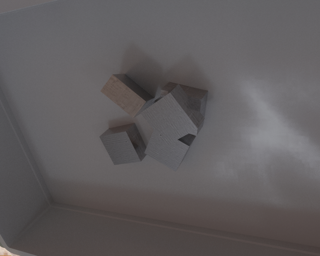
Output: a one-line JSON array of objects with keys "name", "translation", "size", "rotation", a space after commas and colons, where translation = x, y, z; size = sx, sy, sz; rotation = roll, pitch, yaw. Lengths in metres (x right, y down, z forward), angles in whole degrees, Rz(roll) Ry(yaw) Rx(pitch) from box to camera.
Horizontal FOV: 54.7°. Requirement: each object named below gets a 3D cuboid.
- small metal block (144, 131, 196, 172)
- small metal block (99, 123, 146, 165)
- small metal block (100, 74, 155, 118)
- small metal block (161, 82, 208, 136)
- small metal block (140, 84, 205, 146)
[{"name": "small metal block", "translation": [0.013, 0.023, 0.416], "size": [0.050, 0.025, 0.050], "rotation": [30, 128, 9]}, {"name": "small metal block", "translation": [-0.052, 0.024, 0.451], "size": [0.050, 0.025, 0.050], "rotation": [-11, 113, 33]}, {"name": "small metal block", "translation": [-0.038, -0.041, 0.383], "size": [0.050, 0.050, 0.025], "rotation": [39, 105, 1]}, {"name": "small metal block", "translation": [0.028, -0.024, 0.379], "size": [0.050, 0.025, 0.050], "rotation": [16, 125, 19]}, {"name": "small metal block", "translation": [0.014, -0.014, 0.360], "size": [0.050, 0.025, 0.050], "rotation": [-31, 101, 38]}]
